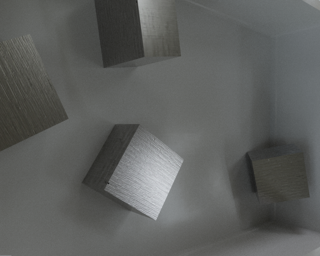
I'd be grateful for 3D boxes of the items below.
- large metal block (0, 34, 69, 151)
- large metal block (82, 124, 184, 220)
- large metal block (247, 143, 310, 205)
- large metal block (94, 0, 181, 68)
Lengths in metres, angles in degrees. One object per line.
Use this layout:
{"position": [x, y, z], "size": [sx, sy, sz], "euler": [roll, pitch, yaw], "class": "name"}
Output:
{"position": [-0.142, -0.027, 0.271], "size": [0.081, 0.050, 0.080], "euler": [-32, 110, -35], "class": "large metal block"}
{"position": [-0.029, 0.051, 0.366], "size": [0.080, 0.050, 0.080], "euler": [41, 65, -33], "class": "large metal block"}
{"position": [0.201, 0.078, 0.531], "size": [0.050, 0.080, 0.080], "euler": [-65, 142, -75], "class": "large metal block"}
{"position": [-0.027, -0.114, 0.348], "size": [0.050, 0.080, 0.079], "euler": [-12, 98, -39], "class": "large metal block"}
